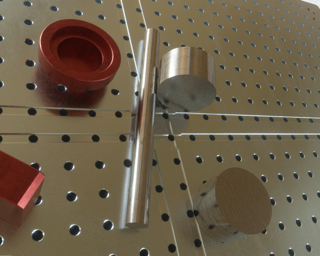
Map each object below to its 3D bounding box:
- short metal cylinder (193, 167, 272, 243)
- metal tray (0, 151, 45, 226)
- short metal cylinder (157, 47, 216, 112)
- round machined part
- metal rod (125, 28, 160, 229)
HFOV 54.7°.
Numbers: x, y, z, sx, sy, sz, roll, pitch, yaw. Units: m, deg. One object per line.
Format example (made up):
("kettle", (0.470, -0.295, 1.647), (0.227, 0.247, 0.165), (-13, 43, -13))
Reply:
("short metal cylinder", (0.088, 0.095, 0.381), (0.081, 0.050, 0.080), (14, 56, -21))
("metal tray", (-0.166, 0.032, 0.256), (0.130, 0.090, 0.030), (30, 56, -9))
("short metal cylinder", (0.037, -0.066, 0.433), (0.081, 0.080, 0.050), (17, 55, -19))
("round machined part", (-0.103, -0.087, 0.395), (0.099, 0.042, 0.098), (14, 56, -21))
("metal rod", (-0.018, -0.022, 0.411), (0.025, 0.025, 0.300), (16, 55, -19))
